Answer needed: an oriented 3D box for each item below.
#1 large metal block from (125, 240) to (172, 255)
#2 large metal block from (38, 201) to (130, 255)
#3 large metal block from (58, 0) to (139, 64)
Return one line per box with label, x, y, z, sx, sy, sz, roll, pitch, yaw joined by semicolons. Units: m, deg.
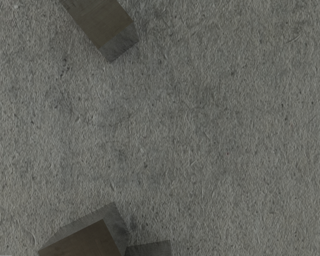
large metal block;-0.022;0.184;0.382;0.080;0.080;0.050;-9;90;0
large metal block;-0.088;0.140;0.382;0.080;0.080;0.050;-27;90;0
large metal block;-0.074;-0.134;0.382;0.050;0.080;0.080;-39;90;0
